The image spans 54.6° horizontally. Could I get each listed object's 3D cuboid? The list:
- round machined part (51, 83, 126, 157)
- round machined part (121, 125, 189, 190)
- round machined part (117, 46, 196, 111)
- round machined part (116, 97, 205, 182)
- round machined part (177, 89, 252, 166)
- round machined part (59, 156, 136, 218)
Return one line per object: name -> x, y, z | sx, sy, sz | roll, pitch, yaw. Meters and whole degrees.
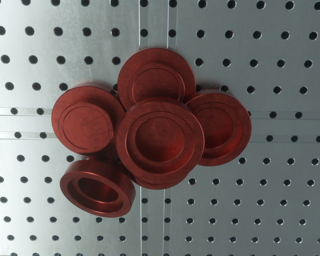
round machined part -> -0.091, -0.006, 0.401 | 0.099, 0.042, 0.097 | 0, 110, 0
round machined part -> -0.004, 0.042, 0.419 | 0.099, 0.042, 0.097 | 0, 110, 0
round machined part -> -0.004, -0.050, 0.386 | 0.099, 0.042, 0.097 | 0, 110, 0
round machined part -> 0.000, 0.010, 0.362 | 0.099, 0.042, 0.097 | 0, 110, 0
round machined part -> 0.064, -0.003, 0.403 | 0.099, 0.042, 0.097 | 0, 110, 0
round machined part -> -0.079, 0.075, 0.417 | 0.098, 0.042, 0.097 | 9, 134, 10
